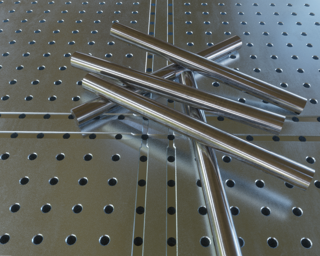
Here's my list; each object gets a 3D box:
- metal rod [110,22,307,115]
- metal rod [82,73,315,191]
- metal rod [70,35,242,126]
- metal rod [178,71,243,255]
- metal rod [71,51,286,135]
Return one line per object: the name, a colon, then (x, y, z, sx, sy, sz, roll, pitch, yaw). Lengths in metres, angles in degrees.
metal rod: (0.064, -0.091, 0.457, 0.301, 0.025, 0.025, 24, 54, 9)
metal rod: (0.030, -0.004, 0.377, 0.300, 0.025, 0.025, 25, 54, 19)
metal rod: (0.008, -0.081, 0.475, 0.302, 0.025, 0.025, -28, 56, -22)
metal rod: (0.056, 0.037, 0.376, 0.025, 0.025, 0.300, -5, 50, -4)
metal rod: (0.012, -0.052, 0.417, 0.301, 0.025, 0.025, 20, 53, 16)
